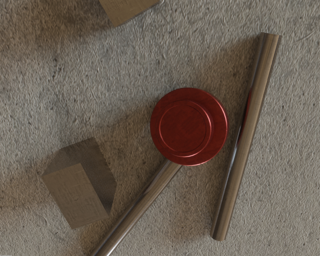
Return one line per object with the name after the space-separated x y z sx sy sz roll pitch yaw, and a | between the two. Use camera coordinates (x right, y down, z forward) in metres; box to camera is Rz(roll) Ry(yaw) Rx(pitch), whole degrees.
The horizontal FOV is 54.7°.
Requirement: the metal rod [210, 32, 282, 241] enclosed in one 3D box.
0.111 0.026 0.420 0.025 0.025 0.298 8 110 -4 | metal rod

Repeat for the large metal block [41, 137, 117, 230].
-0.100 0.069 0.404 0.050 0.080 0.080 -20 109 7 | large metal block

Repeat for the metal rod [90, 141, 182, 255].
-0.027 0.109 0.449 0.025 0.025 0.299 33 106 -12 | metal rod

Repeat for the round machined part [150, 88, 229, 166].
0.033 -0.001 0.382 0.098 0.042 0.097 2 96 19 | round machined part

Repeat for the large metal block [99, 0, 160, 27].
-0.042 -0.156 0.323 0.050 0.080 0.080 -28 108 9 | large metal block
